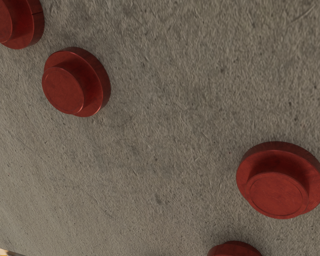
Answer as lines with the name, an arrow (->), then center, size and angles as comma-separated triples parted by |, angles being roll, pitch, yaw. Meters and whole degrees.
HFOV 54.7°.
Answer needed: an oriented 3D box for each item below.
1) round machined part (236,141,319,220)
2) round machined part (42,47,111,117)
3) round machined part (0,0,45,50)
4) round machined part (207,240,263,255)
round machined part -> 0.139, 0.068, 0.365 | 0.098, 0.042, 0.097 | 13, 124, 21
round machined part -> -0.121, -0.057, 0.424 | 0.098, 0.042, 0.097 | 13, 124, 21
round machined part -> -0.207, -0.152, 0.411 | 0.098, 0.042, 0.097 | 13, 124, 21
round machined part -> 0.118, 0.208, 0.463 | 0.098, 0.042, 0.097 | 13, 124, 21
